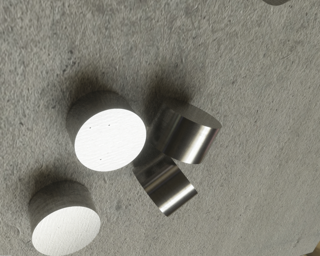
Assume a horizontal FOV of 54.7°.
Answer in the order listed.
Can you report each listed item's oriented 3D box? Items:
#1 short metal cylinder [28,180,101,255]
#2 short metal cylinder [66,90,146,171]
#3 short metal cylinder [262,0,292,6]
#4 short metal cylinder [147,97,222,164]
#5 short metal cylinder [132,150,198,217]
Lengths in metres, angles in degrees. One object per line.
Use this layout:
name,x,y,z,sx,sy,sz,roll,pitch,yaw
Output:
short metal cylinder,-0.122,0.114,0.394,0.081,0.050,0.079,-14,124,-21
short metal cylinder,-0.063,0.003,0.358,0.081,0.050,0.079,-14,124,-21
short metal cylinder,0.140,-0.181,0.335,0.050,0.080,0.080,-27,128,-12
short metal cylinder,0.030,0.002,0.388,0.081,0.080,0.050,13,112,-34
short metal cylinder,0.007,0.072,0.420,0.050,0.080,0.080,-38,129,-3
